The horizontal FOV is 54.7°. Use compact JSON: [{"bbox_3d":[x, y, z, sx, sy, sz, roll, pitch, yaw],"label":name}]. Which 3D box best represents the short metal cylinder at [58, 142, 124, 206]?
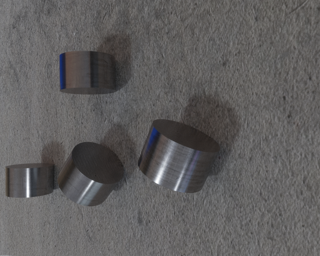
[{"bbox_3d":[-0.100,0.066,0.452,0.080,0.081,0.050,52,120,27],"label":"short metal cylinder"}]

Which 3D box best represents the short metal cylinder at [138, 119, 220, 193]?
[{"bbox_3d":[0.021,0.030,0.352,0.080,0.081,0.050,33,111,35],"label":"short metal cylinder"}]

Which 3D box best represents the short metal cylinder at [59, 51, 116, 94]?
[{"bbox_3d":[-0.106,-0.079,0.457,0.080,0.081,0.050,-2,89,40],"label":"short metal cylinder"}]

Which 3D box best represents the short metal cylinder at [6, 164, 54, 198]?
[{"bbox_3d":[-0.237,0.094,0.566,0.080,0.081,0.050,-1,90,40],"label":"short metal cylinder"}]
